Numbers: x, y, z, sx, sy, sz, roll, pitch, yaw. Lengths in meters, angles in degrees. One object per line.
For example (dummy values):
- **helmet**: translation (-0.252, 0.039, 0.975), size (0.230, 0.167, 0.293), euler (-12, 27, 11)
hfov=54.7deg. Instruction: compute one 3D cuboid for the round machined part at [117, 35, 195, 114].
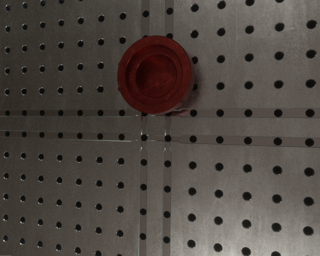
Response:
- **round machined part**: translation (-0.002, -0.066, 0.403), size (0.098, 0.042, 0.097), euler (0, 90, 19)
